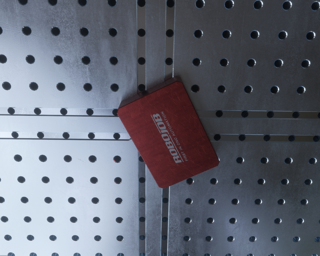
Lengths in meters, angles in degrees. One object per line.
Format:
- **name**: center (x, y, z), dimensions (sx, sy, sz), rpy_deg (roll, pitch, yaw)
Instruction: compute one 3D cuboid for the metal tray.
- **metal tray**: center (0.013, 0.008, 0.414), dimensions (0.090, 0.030, 0.130), rpy_deg (-25, 109, 8)
